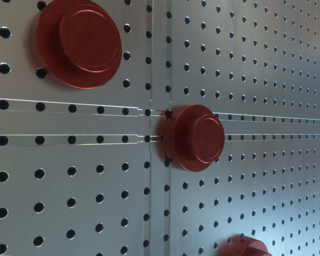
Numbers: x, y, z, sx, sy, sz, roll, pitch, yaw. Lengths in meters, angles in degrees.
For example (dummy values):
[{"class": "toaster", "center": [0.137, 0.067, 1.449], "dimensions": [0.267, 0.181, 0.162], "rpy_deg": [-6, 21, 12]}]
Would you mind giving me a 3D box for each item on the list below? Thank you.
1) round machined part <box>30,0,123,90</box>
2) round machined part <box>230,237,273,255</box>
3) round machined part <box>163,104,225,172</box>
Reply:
[{"class": "round machined part", "center": [-0.081, -0.090, 0.329], "dimensions": [0.099, 0.042, 0.097], "rpy_deg": [0, 90, -40]}, {"class": "round machined part", "center": [0.162, 0.243, 0.533], "dimensions": [0.099, 0.042, 0.097], "rpy_deg": [0, 90, -40]}, {"class": "round machined part", "center": [0.055, 0.015, 0.443], "dimensions": [0.099, 0.042, 0.097], "rpy_deg": [0, 90, -40]}]
